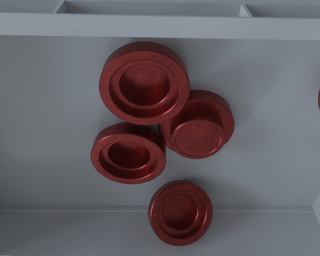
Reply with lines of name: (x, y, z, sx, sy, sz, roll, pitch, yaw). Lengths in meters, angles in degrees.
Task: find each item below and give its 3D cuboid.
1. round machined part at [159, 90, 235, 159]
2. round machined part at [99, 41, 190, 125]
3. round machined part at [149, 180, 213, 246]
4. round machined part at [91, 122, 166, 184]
round machined part: (0.048, 0.003, 0.401, 0.099, 0.042, 0.097, -1, 130, 0)
round machined part: (-0.017, -0.053, 0.352, 0.099, 0.042, 0.097, -1, 130, 0)
round machined part: (0.029, 0.130, 0.488, 0.099, 0.042, 0.097, -1, 93, -13)
round machined part: (-0.041, 0.030, 0.421, 0.099, 0.042, 0.097, 1, 131, 2)
